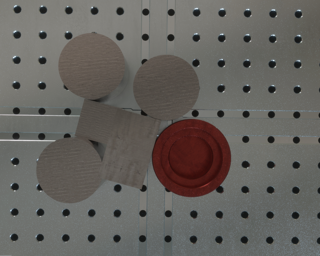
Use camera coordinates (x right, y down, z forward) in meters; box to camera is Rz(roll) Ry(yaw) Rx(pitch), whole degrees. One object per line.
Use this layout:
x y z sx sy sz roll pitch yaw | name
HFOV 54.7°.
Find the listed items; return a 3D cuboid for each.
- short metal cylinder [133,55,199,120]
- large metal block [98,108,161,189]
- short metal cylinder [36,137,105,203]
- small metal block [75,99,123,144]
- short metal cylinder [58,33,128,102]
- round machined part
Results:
0.008 -0.049 0.400 0.081 0.050 0.080 0 90 0 | short metal cylinder
-0.034 0.023 0.382 0.050 0.080 0.080 16 90 0 | large metal block
-0.109 0.051 0.400 0.081 0.050 0.080 0 90 0 | short metal cylinder
-0.079 -0.008 0.412 0.050 0.025 0.050 15 90 0 | small metal block
-0.083 -0.075 0.400 0.081 0.050 0.080 0 90 0 | short metal cylinder
0.039 0.037 0.405 0.099 0.042 0.097 0 90 0 | round machined part
